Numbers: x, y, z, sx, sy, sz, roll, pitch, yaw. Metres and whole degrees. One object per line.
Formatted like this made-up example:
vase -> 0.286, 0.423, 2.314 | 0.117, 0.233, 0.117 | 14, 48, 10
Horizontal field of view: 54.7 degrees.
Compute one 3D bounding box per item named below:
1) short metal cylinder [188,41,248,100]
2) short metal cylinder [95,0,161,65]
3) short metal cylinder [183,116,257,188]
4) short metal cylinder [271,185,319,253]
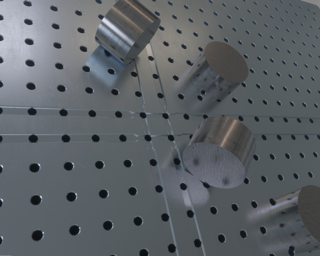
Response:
short metal cylinder -> 0.093, -0.092, 0.498 | 0.081, 0.050, 0.080 | 14, 56, -21
short metal cylinder -> -0.044, -0.135, 0.431 | 0.050, 0.080, 0.080 | 40, 51, -1
short metal cylinder -> 0.076, 0.031, 0.394 | 0.080, 0.080, 0.050 | 37, 51, -3
short metal cylinder -> 0.201, 0.125, 0.424 | 0.081, 0.050, 0.080 | 14, 56, -21
